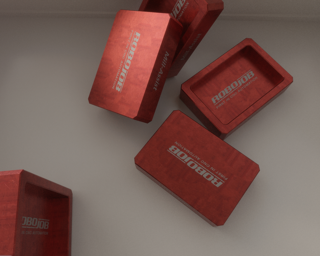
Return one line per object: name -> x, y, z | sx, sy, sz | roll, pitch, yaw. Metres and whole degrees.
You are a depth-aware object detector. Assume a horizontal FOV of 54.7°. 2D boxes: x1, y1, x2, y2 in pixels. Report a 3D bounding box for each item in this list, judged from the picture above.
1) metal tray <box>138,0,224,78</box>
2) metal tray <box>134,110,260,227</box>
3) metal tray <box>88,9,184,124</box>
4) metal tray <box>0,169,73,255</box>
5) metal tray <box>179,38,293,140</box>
metal tray -> 0.013, -0.137, 0.403 | 0.030, 0.129, 0.090 | -24, 72, -38
metal tray -> 0.045, 0.049, 0.390 | 0.130, 0.030, 0.090 | 36, 73, 12
metal tray -> -0.033, -0.080, 0.393 | 0.090, 0.030, 0.129 | 20, 92, 35
metal tray -> -0.127, 0.100, 0.315 | 0.030, 0.130, 0.090 | -6, 70, 3
metal tray -> 0.104, -0.056, 0.428 | 0.131, 0.030, 0.090 | -37, 74, -13
